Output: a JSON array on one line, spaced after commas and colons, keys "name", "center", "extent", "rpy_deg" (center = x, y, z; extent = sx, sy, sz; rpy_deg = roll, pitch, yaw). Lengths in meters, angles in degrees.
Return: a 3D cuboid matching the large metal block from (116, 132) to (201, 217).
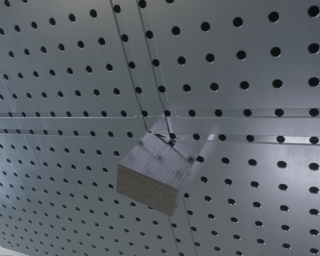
[{"name": "large metal block", "center": [-0.001, 0.058, 0.413], "extent": [0.080, 0.080, 0.050], "rpy_deg": [21, 126, 16]}]
